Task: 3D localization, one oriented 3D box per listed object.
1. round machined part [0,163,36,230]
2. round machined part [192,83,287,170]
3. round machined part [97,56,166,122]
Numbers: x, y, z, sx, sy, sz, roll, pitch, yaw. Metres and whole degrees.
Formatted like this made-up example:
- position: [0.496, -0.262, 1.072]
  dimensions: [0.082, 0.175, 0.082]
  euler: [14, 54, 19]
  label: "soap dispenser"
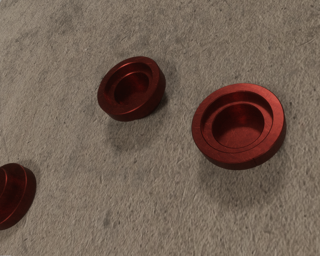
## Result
- position: [-0.236, 0.096, 0.455]
  dimensions: [0.098, 0.042, 0.098]
  euler: [-13, 56, 20]
  label: "round machined part"
- position: [0.089, 0.002, 0.345]
  dimensions: [0.098, 0.042, 0.098]
  euler: [-13, 56, 20]
  label: "round machined part"
- position: [-0.036, -0.051, 0.442]
  dimensions: [0.098, 0.042, 0.098]
  euler: [-13, 56, 20]
  label: "round machined part"
